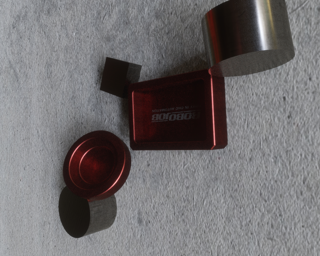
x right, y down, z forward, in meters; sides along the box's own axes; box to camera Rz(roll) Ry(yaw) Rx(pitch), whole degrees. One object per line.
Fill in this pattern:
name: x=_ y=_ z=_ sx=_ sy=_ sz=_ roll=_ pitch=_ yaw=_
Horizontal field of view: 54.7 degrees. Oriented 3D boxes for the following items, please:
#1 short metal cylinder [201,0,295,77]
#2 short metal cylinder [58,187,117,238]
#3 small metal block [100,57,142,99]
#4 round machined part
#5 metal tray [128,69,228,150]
short metal cylinder: x=0.084 y=-0.085 z=0.300 sx=0.080 sy=0.081 sz=0.050 roll=-12 pitch=83 yaw=39
short metal cylinder: x=-0.113 y=0.124 z=0.482 sx=0.080 sy=0.050 sz=0.080 roll=0 pitch=90 yaw=40
small metal block: x=-0.058 y=-0.073 z=0.453 sx=0.050 sy=0.025 sz=0.050 roll=23 pitch=104 yaw=37
round machined part: x=-0.086 y=0.056 z=0.447 sx=0.098 sy=0.042 sz=0.098 roll=-8 pitch=64 yaw=17
metal tray: x=0.017 y=-0.018 z=0.387 sx=0.130 sy=0.030 sz=0.089 roll=-4 pitch=88 yaw=39
